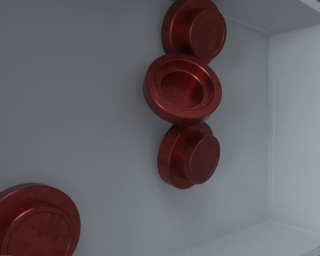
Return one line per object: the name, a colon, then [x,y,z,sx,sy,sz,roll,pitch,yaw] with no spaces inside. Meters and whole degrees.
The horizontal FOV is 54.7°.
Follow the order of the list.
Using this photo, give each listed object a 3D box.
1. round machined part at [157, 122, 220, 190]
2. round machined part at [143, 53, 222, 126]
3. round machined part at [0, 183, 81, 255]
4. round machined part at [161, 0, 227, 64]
round machined part: [0.046,0.038,0.421,0.099,0.042,0.097,-19,117,-42]
round machined part: [0.026,-0.045,0.399,0.099,0.042,0.098,7,61,-12]
round machined part: [-0.121,0.104,0.296,0.099,0.042,0.097,0,90,-40]
round machined part: [0.053,-0.129,0.426,0.099,0.042,0.097,-15,115,-34]
